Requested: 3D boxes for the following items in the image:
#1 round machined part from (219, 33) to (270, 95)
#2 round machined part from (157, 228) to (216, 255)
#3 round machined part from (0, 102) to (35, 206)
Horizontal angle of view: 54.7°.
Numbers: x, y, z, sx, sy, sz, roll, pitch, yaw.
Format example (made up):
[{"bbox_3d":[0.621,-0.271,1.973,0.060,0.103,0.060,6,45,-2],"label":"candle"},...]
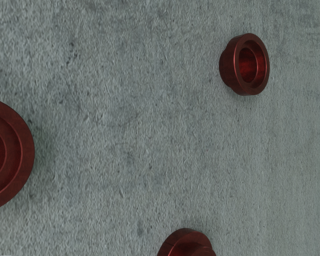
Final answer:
[{"bbox_3d":[0.134,-0.101,0.505,0.099,0.042,0.097,0,90,-40],"label":"round machined part"},{"bbox_3d":[0.043,0.194,0.430,0.099,0.042,0.097,0,90,-40],"label":"round machined part"},{"bbox_3d":[-0.162,0.022,0.258,0.099,0.042,0.097,0,90,-40],"label":"round machined part"}]
